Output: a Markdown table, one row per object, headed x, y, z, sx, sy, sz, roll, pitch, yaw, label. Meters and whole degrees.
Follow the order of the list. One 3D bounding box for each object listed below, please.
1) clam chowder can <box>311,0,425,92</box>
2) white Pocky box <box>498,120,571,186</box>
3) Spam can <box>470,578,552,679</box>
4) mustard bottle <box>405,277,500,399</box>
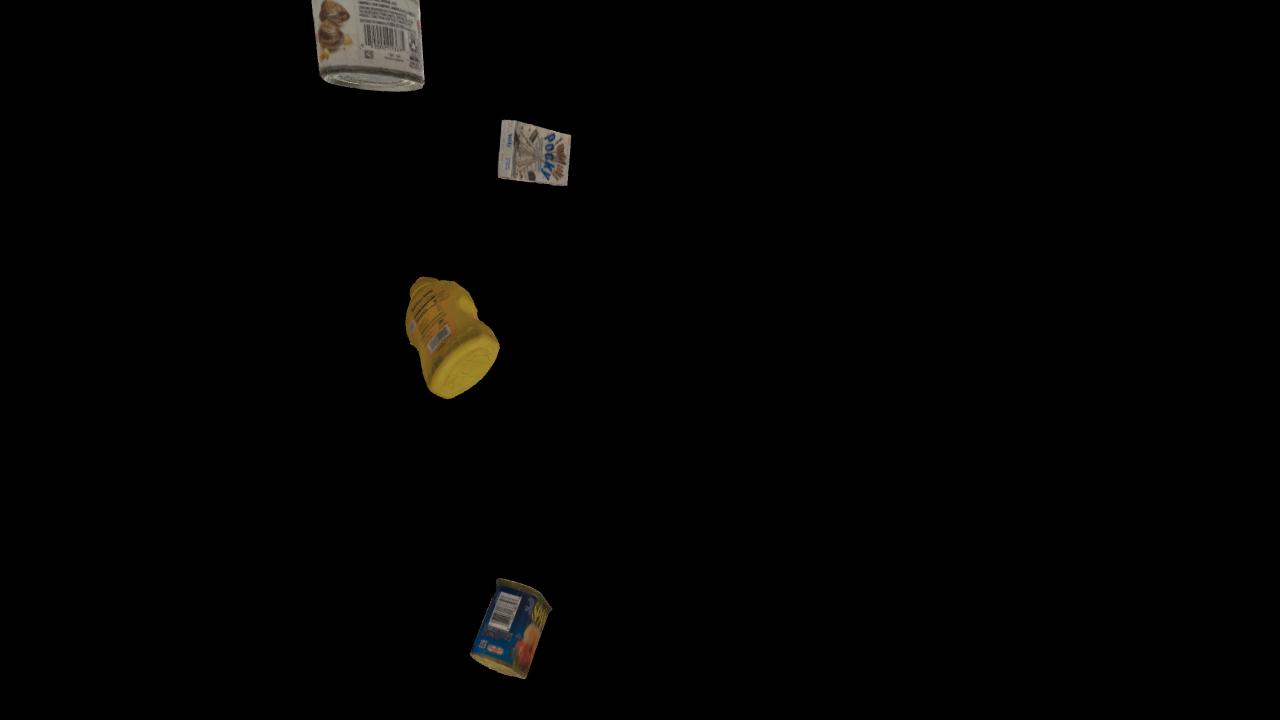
| x | y | z | sx | sy | sz | roll | pitch | yaw | label |
| --- | --- | --- | --- | --- | --- | --- | --- | --- | --- |
| -0.179 | -0.236 | 0.404 | 0.068 | 0.102 | 0.068 | 0 | 15 | 0 | clam chowder can |
| -0.161 | -0.317 | 0.953 | 0.028 | 0.084 | 0.154 | 14 | 16 | 24 | white Pocky box |
| -0.150 | 0.316 | 0.718 | 0.058 | 0.085 | 0.101 | 11 | -34 | 13 | Spam can |
| -0.230 | -0.044 | 0.714 | 0.054 | 0.092 | 0.184 | 29 | 16 | -48 | mustard bottle |
